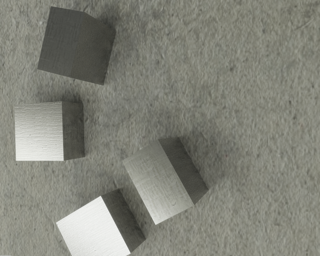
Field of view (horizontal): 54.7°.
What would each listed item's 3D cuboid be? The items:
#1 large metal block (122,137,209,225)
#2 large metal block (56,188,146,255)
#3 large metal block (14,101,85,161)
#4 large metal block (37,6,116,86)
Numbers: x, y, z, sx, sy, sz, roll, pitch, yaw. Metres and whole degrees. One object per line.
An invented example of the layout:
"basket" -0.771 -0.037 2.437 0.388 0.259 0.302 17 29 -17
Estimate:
"large metal block" 0.010 0.059 0.376 0.050 0.080 0.080 -32 80 17
"large metal block" -0.080 0.141 0.423 0.080 0.050 0.080 -33 80 16
"large metal block" -0.159 0.005 0.450 0.080 0.050 0.079 -2 89 19
"large metal block" -0.109 -0.106 0.417 0.050 0.080 0.079 16 95 19
